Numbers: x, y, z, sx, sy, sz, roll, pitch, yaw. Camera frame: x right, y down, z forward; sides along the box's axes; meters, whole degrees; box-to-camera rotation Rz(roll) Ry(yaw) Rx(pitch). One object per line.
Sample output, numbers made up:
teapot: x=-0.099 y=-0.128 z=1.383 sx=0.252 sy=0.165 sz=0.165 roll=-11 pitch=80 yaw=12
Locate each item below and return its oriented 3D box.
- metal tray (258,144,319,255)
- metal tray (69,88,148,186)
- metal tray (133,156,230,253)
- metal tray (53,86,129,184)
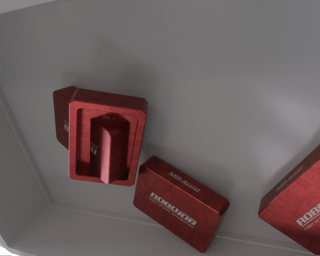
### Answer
metal tray: x=0.189 y=0.084 z=0.358 sx=0.090 sy=0.030 sz=0.129 roll=33 pitch=129 yaw=6
metal tray: x=-0.070 y=0.017 z=0.406 sx=0.091 sy=0.030 sz=0.129 roll=8 pitch=125 yaw=-6
metal tray: x=0.025 y=0.109 z=0.445 sx=0.130 sy=0.030 sz=0.089 roll=29 pitch=129 yaw=22
metal tray: x=-0.100 y=0.007 z=0.436 sx=0.130 sy=0.030 sz=0.089 roll=33 pitch=131 yaw=31
